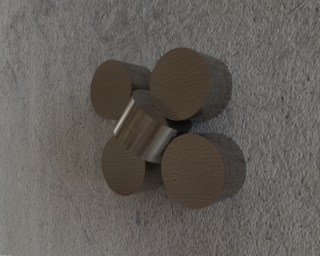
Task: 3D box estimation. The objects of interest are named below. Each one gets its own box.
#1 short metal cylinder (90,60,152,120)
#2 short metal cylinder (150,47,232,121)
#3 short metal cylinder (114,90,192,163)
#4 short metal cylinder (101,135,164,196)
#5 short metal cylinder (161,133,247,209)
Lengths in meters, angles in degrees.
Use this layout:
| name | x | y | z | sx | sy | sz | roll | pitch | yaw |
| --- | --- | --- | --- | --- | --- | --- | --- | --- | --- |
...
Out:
| name | x | y | z | sx | sy | sz | roll | pitch | yaw |
| --- | --- | --- | --- | --- | --- | --- | --- | --- | --- |
| short metal cylinder | -0.051 | -0.051 | 0.429 | 0.080 | 0.050 | 0.079 | 0 | 90 | 39 |
| short metal cylinder | 0.035 | -0.048 | 0.357 | 0.080 | 0.050 | 0.079 | 0 | 90 | 39 |
| short metal cylinder | -0.009 | -0.003 | 0.376 | 0.080 | 0.081 | 0.050 | 47 | 118 | 29 |
| short metal cylinder | -0.032 | 0.046 | 0.413 | 0.080 | 0.050 | 0.079 | 0 | 90 | 39 |
| short metal cylinder | 0.048 | 0.046 | 0.347 | 0.080 | 0.050 | 0.079 | 0 | 90 | 39 |
